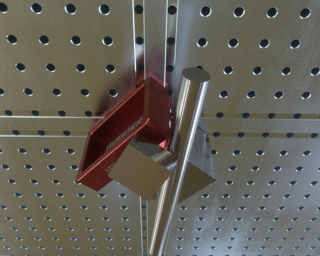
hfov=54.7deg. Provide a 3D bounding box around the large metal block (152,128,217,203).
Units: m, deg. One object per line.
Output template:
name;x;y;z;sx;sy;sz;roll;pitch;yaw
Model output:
large metal block;0.022;0.047;0.412;0.050;0.080;0.080;36;121;-27

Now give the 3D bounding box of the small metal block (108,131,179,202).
small metal block;-0.017;0.040;0.317;0.050;0.025;0.050;33;123;-3

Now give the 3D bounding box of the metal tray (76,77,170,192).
metal tray;-0.045;0.008;0.375;0.030;0.090;0.130;36;121;-27

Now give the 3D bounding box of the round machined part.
round machined part;-0.022;0.027;0.392;0.042;0.098;0.098;35;122;-26

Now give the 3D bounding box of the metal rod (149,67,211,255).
metal rod;0.013;0.066;0.363;0.025;0.025;0.298;5;130;-5
